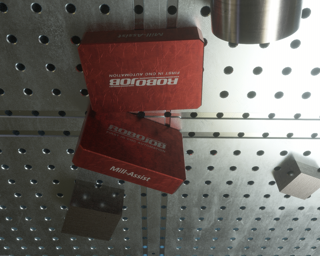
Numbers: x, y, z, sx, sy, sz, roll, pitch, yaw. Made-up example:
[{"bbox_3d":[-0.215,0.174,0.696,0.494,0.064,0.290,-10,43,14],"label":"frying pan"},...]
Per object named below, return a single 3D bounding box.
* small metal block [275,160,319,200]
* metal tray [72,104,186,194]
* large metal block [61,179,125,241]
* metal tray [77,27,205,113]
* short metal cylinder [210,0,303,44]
[{"bbox_3d":[0.220,0.083,0.486,0.050,0.025,0.050,19,128,-16],"label":"small metal block"},{"bbox_3d":[-0.034,0.023,0.388,0.131,0.090,0.030,20,127,-17],"label":"metal tray"},{"bbox_3d":[-0.110,0.137,0.510,0.081,0.050,0.079,16,128,-14],"label":"large metal block"},{"bbox_3d":[-0.018,-0.064,0.354,0.131,0.030,0.089,-2,130,1],"label":"metal tray"},{"bbox_3d":[0.085,-0.117,0.278,0.080,0.080,0.050,-7,130,5],"label":"short metal cylinder"}]
